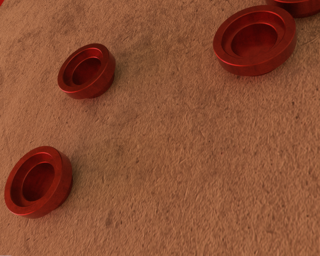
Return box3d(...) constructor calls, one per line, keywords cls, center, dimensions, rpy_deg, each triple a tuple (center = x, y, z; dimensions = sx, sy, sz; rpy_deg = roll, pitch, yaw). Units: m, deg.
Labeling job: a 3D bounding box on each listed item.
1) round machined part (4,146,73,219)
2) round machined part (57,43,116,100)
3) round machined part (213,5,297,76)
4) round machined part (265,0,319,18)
box3d(cls="round machined part", center=(-0.162, 0.077, 0.431), dimensions=(0.098, 0.042, 0.098), rpy_deg=(-13, 56, 21))
box3d(cls="round machined part", center=(-0.114, -0.087, 0.507), dimensions=(0.098, 0.042, 0.098), rpy_deg=(-13, 56, 21))
box3d(cls="round machined part", center=(0.121, -0.105, 0.394), dimensions=(0.098, 0.042, 0.098), rpy_deg=(-13, 56, 21))
box3d(cls="round machined part", center=(0.189, -0.184, 0.407), dimensions=(0.098, 0.042, 0.098), rpy_deg=(-13, 56, 21))
